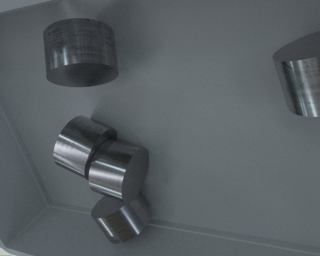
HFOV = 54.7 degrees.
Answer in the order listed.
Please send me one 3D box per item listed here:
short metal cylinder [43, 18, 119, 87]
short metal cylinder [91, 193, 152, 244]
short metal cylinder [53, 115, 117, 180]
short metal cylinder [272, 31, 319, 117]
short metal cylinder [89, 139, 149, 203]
[{"bbox_3d":[-0.091,-0.084,0.358,0.080,0.080,0.050,-14,79,33],"label":"short metal cylinder"},{"bbox_3d":[-0.059,0.132,0.484,0.080,0.080,0.050,-19,109,35],"label":"short metal cylinder"},{"bbox_3d":[-0.105,0.028,0.444,0.050,0.080,0.079,23,127,14],"label":"short metal cylinder"},{"bbox_3d":[0.145,-0.051,0.265,0.080,0.080,0.050,-12,113,33],"label":"short metal cylinder"},{"bbox_3d":[-0.056,0.060,0.438,0.050,0.080,0.079,14,124,20],"label":"short metal cylinder"}]
